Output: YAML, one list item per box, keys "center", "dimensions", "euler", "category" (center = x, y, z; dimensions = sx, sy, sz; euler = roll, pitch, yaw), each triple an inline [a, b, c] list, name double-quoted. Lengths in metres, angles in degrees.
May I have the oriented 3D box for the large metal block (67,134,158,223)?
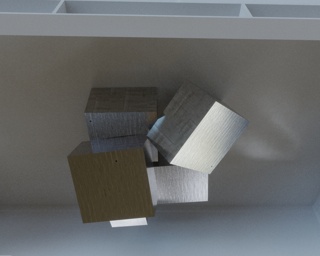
- center: [-0.049, 0.056, 0.352]
  dimensions: [0.080, 0.050, 0.079]
  euler: [-7, 105, 6]
  category: "large metal block"

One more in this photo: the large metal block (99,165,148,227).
- center: [-0.047, 0.082, 0.440]
  dimensions: [0.050, 0.080, 0.080]
  euler: [-5, 130, 4]
  category: "large metal block"

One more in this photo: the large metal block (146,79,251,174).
- center: [0.045, 0.002, 0.359]
  dimensions: [0.080, 0.050, 0.080]
  euler: [22, 108, -47]
  category: "large metal block"

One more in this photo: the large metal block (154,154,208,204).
- center: [0.025, 0.062, 0.441]
  dimensions: [0.080, 0.050, 0.080]
  euler: [-4, 130, 3]
  category: "large metal block"

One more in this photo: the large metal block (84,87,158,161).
- center: [-0.043, -0.003, 0.388]
  dimensions: [0.081, 0.050, 0.079]
  euler: [-1, 130, 0]
  category: "large metal block"
